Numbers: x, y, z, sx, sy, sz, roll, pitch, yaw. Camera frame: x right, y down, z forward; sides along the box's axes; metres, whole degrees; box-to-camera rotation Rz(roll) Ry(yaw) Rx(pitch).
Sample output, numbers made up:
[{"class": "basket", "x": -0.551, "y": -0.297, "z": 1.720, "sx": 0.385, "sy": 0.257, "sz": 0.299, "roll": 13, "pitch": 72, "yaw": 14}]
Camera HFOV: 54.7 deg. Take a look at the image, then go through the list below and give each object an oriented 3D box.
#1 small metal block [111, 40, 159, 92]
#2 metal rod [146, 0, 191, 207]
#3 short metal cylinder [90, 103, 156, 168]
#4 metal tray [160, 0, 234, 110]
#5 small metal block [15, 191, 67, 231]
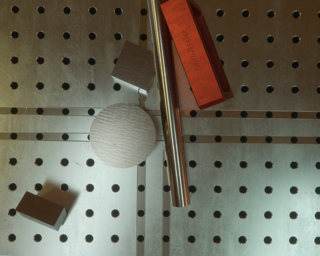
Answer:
[{"class": "small metal block", "x": -0.031, "y": -0.081, "z": 0.413, "sx": 0.050, "sy": 0.025, "sz": 0.050, "roll": 24, "pitch": 90, "yaw": -1}, {"class": "metal rod", "x": 0.010, "y": -0.046, "z": 0.394, "sx": 0.025, "sy": 0.025, "sz": 0.298, "roll": -7, "pitch": 98, "yaw": 0}, {"class": "short metal cylinder", "x": -0.045, "y": 0.009, "z": 0.400, "sx": 0.081, "sy": 0.050, "sz": 0.079, "roll": 0, "pitch": 90, "yaw": -1}, {"class": "metal tray", "x": 0.049, "y": -0.090, "z": 0.379, "sx": 0.030, "sy": 0.090, "sz": 0.129, "roll": -21, "pitch": 90, "yaw": 21}, {"class": "small metal block", "x": -0.150, "y": 0.108, "z": 0.396, "sx": 0.050, "sy": 0.050, "sz": 0.025, "roll": 23, "pitch": 63, "yaw": -1}]
